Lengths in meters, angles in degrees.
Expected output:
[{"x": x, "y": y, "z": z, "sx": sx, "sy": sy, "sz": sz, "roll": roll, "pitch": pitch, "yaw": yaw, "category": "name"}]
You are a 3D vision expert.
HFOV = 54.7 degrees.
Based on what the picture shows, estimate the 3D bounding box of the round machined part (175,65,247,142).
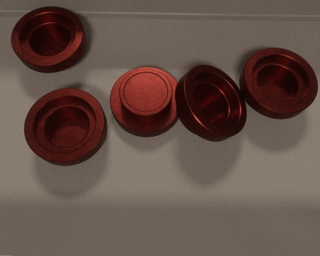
[{"x": 0.060, "y": -0.028, "z": 0.397, "sx": 0.099, "sy": 0.042, "sz": 0.098, "roll": 14, "pitch": 62, "yaw": -27, "category": "round machined part"}]

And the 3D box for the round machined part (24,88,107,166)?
[{"x": -0.117, "y": 0.002, "z": 0.399, "sx": 0.099, "sy": 0.042, "sz": 0.098, "roll": 0, "pitch": 70, "yaw": -1, "category": "round machined part"}]

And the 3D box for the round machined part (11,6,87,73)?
[{"x": -0.154, "y": -0.121, "z": 0.443, "sx": 0.099, "sy": 0.042, "sz": 0.098, "roll": 0, "pitch": 70, "yaw": -1, "category": "round machined part"}]

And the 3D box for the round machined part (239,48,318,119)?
[{"x": 0.156, "y": -0.056, "z": 0.421, "sx": 0.099, "sy": 0.042, "sz": 0.098, "roll": 2, "pitch": 69, "yaw": -4, "category": "round machined part"}]

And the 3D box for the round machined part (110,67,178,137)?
[{"x": -0.018, "y": -0.040, "z": 0.415, "sx": 0.099, "sy": 0.042, "sz": 0.098, "roll": 0, "pitch": 70, "yaw": -1, "category": "round machined part"}]
